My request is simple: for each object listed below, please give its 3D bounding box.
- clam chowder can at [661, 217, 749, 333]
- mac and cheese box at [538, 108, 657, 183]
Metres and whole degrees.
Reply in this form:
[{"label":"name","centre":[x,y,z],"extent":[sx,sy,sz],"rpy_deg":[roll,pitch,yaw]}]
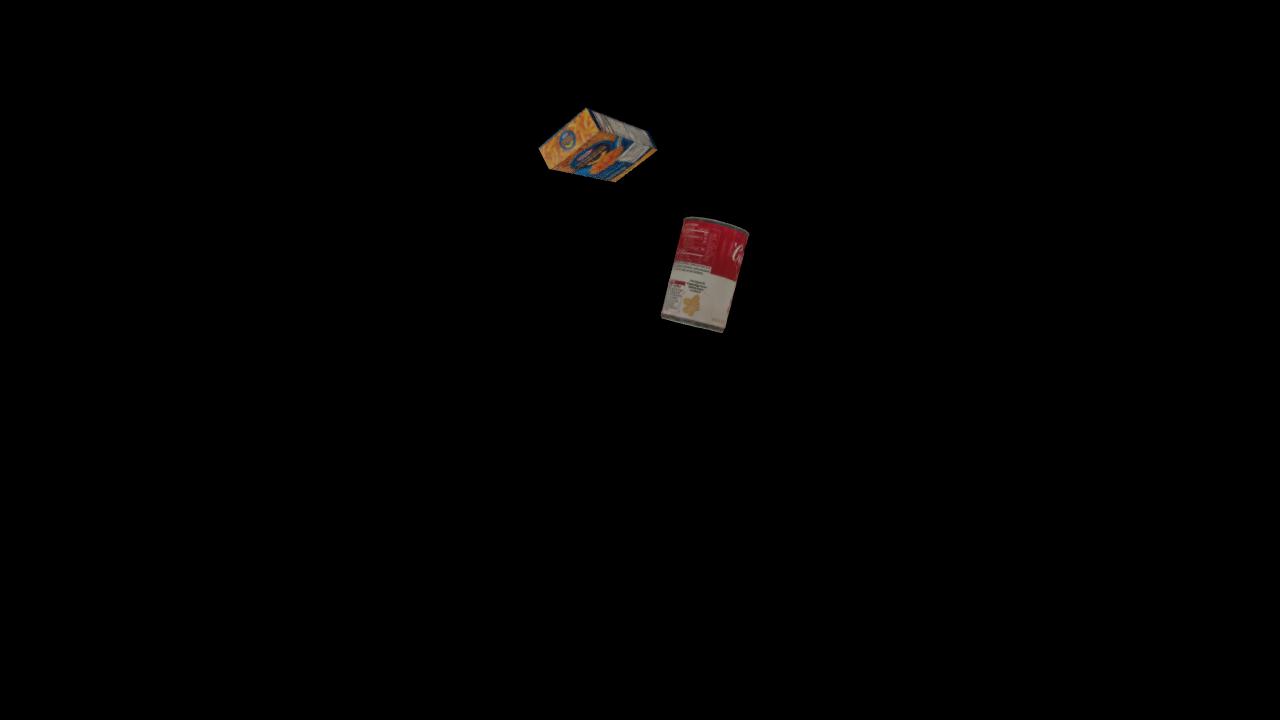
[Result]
[{"label":"clam chowder can","centre":[0.064,-0.083,0.613],"extent":[0.068,0.102,0.068],"rpy_deg":[14,3,-1]},{"label":"mac and cheese box","centre":[-0.055,-0.304,0.887],"extent":[0.093,0.041,0.184],"rpy_deg":[-28,-3,29]}]
